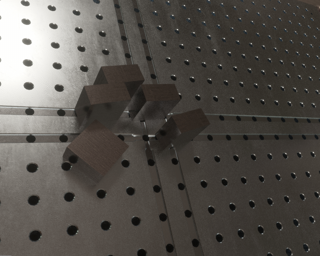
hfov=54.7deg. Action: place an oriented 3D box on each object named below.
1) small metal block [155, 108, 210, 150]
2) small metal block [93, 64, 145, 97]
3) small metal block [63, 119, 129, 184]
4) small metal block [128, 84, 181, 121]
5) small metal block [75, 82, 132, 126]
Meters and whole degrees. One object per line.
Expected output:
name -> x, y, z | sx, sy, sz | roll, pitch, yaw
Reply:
small metal block -> 0.029, 0.002, 0.409 | 0.050, 0.050, 0.025 | -16, 71, -35
small metal block -> -0.055, -0.055, 0.397 | 0.050, 0.050, 0.025 | -12, 68, -33
small metal block -> -0.072, 0.026, 0.354 | 0.050, 0.025, 0.050 | 40, 51, -2
small metal block -> -0.009, -0.033, 0.409 | 0.050, 0.050, 0.025 | -6, 65, -31
small metal block -> -0.070, -0.029, 0.373 | 0.050, 0.050, 0.025 | -11, 68, -33
